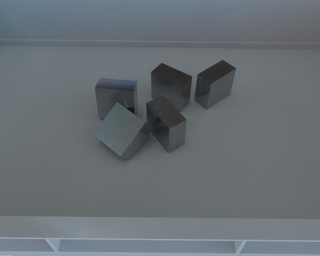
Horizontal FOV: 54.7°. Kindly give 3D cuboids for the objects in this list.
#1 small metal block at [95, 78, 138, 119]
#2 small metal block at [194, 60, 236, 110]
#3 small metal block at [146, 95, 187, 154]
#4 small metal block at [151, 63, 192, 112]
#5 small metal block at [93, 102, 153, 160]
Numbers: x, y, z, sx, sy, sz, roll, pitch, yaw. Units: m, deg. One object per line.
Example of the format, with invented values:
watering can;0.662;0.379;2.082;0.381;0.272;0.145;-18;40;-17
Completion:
small metal block;-0.057;-0.038;0.418;0.050;0.050;0.025;5;41;4
small metal block;0.078;-0.061;0.442;0.050;0.050;0.025;-33;58;-25
small metal block;0.007;-0.005;0.393;0.025;0.050;0.050;-27;56;-21
small metal block;0.016;-0.057;0.437;0.050;0.050;0.025;28;56;21
small metal block;-0.046;0.004;0.387;0.050;0.025;0.050;36;89;25
